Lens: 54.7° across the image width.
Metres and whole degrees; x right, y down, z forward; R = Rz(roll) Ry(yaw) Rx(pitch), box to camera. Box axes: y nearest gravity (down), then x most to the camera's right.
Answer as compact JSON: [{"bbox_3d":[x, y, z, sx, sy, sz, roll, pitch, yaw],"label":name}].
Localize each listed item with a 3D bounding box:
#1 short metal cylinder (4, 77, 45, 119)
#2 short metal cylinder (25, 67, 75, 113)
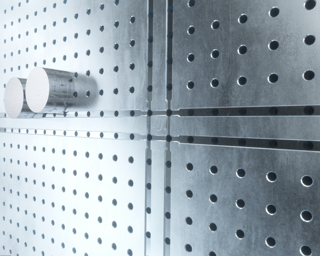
[{"bbox_3d":[-0.265,-0.058,0.612,0.080,0.050,0.079,0,90,40],"label":"short metal cylinder"},{"bbox_3d":[-0.198,-0.067,0.557,0.080,0.050,0.079,0,90,40],"label":"short metal cylinder"}]
